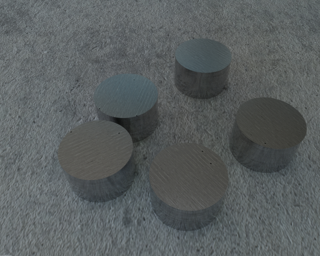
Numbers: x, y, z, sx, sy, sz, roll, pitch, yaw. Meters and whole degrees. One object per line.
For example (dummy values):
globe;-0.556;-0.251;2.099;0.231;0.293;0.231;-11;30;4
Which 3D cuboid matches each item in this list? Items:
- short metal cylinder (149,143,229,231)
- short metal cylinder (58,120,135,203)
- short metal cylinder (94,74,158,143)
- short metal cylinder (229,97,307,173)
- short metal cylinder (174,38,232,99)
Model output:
short metal cylinder;0.029;0.063;0.334;0.080;0.050;0.080;0;50;0
short metal cylinder;-0.070;0.037;0.355;0.080;0.050;0.080;0;50;0
short metal cylinder;-0.043;-0.027;0.409;0.080;0.050;0.080;0;50;0
short metal cylinder;0.130;0.008;0.381;0.080;0.050;0.080;0;50;0
short metal cylinder;0.062;-0.089;0.462;0.080;0.050;0.080;0;50;0
